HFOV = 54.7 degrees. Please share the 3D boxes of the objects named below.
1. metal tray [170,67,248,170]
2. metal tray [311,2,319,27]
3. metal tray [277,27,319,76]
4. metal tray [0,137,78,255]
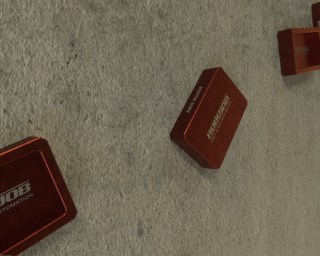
[{"bbox_3d":[0.078,-0.015,0.466,0.090,0.030,0.130,43,64,-32],"label":"metal tray"},{"bbox_3d":[0.399,-0.229,0.735,0.091,0.030,0.129,-13,99,-39],"label":"metal tray"},{"bbox_3d":[0.297,-0.161,0.649,0.131,0.030,0.089,-16,100,-39],"label":"metal tray"},{"bbox_3d":[-0.150,0.073,0.275,0.131,0.030,0.090,-29,108,-36],"label":"metal tray"}]
